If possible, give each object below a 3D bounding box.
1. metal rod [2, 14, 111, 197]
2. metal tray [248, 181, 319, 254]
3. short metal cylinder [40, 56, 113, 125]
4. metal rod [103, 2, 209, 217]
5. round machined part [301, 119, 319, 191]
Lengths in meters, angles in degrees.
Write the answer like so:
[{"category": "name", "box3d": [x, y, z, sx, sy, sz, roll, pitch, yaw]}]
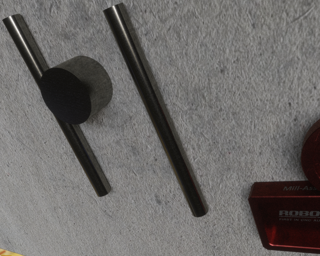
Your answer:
[{"category": "metal rod", "box3d": [-0.148, -0.021, 0.471, 0.025, 0.025, 0.299, -9, 114, 32]}, {"category": "metal tray", "box3d": [0.183, 0.108, 0.373, 0.130, 0.030, 0.090, -8, 115, 31]}, {"category": "short metal cylinder", "box3d": [-0.112, -0.051, 0.418, 0.080, 0.050, 0.079, 13, 124, 21]}, {"category": "metal rod", "box3d": [0.003, -0.008, 0.400, 0.025, 0.025, 0.299, -10, 113, 32]}, {"category": "round machined part", "box3d": [0.195, 0.024, 0.306, 0.098, 0.042, 0.097, 12, 121, 22]}]
